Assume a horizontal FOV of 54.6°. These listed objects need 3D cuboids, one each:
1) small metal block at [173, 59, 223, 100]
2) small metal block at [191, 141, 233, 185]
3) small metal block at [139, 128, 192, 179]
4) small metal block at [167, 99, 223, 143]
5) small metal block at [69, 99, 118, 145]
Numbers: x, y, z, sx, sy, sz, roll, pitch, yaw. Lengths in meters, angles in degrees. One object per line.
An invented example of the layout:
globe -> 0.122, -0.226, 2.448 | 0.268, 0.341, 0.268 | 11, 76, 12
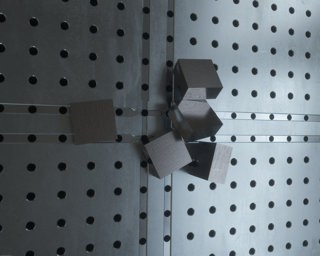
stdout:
small metal block -> 0.050, -0.066, 0.419 | 0.050, 0.025, 0.050 | -4, 59, -20
small metal block -> 0.070, 0.046, 0.425 | 0.025, 0.050, 0.050 | 16, 85, -19
small metal block -> 0.008, 0.033, 0.415 | 0.050, 0.025, 0.050 | -27, 99, -18
small metal block -> 0.046, -0.012, 0.411 | 0.050, 0.025, 0.050 | -12, 58, -32
small metal block -> -0.082, -0.008, 0.382 | 0.050, 0.025, 0.050 | -8, 93, -20
